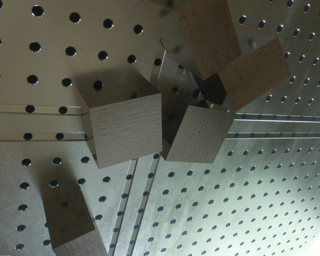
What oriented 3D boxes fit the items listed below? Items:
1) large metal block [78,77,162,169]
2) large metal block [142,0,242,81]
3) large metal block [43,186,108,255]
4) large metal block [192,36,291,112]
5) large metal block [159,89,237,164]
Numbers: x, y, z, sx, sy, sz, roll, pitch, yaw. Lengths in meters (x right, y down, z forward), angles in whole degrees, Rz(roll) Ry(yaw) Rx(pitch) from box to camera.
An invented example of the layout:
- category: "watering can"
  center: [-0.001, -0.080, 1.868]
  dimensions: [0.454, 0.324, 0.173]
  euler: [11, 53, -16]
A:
- category: "large metal block"
  center: [-0.045, -0.007, 0.367]
  dimensions: [0.081, 0.050, 0.079]
  euler: [-15, 125, -21]
- category: "large metal block"
  center: [0.033, -0.108, 0.328]
  dimensions: [0.050, 0.080, 0.080]
  euler: [-35, 129, -5]
- category: "large metal block"
  center: [-0.108, 0.138, 0.404]
  dimensions: [0.050, 0.080, 0.080]
  euler: [-22, 127, -16]
- category: "large metal block"
  center: [0.094, -0.070, 0.379]
  dimensions: [0.080, 0.080, 0.050]
  euler: [-33, 113, -7]
- category: "large metal block"
  center: [0.044, 0.000, 0.421]
  dimensions: [0.081, 0.050, 0.079]
  euler: [7, 115, -32]
